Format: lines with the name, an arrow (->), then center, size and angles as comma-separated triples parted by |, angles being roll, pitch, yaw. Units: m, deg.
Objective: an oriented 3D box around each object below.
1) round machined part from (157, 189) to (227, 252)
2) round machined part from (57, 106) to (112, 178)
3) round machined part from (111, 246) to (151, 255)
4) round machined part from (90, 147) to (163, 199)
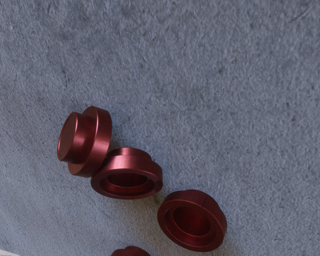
round machined part -> 0.049, 0.128, 0.448 | 0.098, 0.042, 0.097 | 13, 124, 20
round machined part -> -0.107, 0.016, 0.421 | 0.042, 0.098, 0.098 | 18, 137, -31
round machined part -> -0.048, 0.262, 0.581 | 0.098, 0.042, 0.097 | 13, 124, 20
round machined part -> -0.046, 0.062, 0.438 | 0.099, 0.042, 0.097 | -1, 144, -1
